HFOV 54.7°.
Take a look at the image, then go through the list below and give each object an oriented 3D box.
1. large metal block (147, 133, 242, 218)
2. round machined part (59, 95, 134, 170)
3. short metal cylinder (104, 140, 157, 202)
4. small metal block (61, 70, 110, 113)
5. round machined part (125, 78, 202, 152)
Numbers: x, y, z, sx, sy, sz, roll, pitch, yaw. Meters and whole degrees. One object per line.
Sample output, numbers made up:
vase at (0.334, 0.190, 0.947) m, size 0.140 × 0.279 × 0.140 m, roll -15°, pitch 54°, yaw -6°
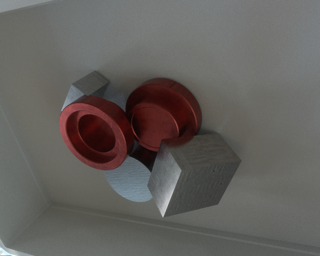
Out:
large metal block at (0.039, 0.056, 0.375) m, size 0.050 × 0.081 × 0.079 m, roll 57°, pitch 142°, yaw 42°
round machined part at (-0.076, 0.003, 0.398) m, size 0.098 × 0.042 × 0.097 m, roll 13°, pitch 124°, yaw 20°
short metal cylinder at (-0.031, 0.058, 0.441) m, size 0.080 × 0.050 × 0.079 m, roll 13°, pitch 124°, yaw 20°
small metal block at (-0.099, -0.043, 0.414) m, size 0.025 × 0.050 × 0.050 m, roll 38°, pitch 129°, yaw 2°
round machined part at (-0.001, -0.009, 0.387) m, size 0.098 × 0.042 × 0.097 m, roll 13°, pitch 124°, yaw 20°
